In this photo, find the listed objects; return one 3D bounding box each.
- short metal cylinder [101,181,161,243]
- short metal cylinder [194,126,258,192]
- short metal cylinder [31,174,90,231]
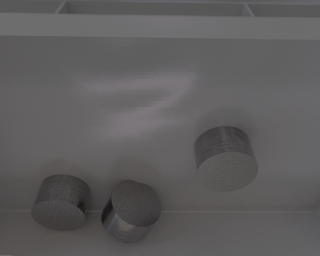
[{"bbox_3d":[-0.045,0.130,0.483,0.080,0.080,0.050,19,128,-15],"label":"short metal cylinder"},{"bbox_3d":[0.090,0.044,0.431,0.081,0.050,0.079,0,130,0],"label":"short metal cylinder"},{"bbox_3d":[-0.155,0.119,0.492,0.081,0.050,0.079,0,130,0],"label":"short metal cylinder"}]
